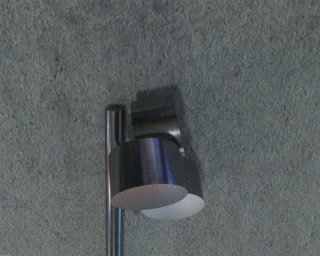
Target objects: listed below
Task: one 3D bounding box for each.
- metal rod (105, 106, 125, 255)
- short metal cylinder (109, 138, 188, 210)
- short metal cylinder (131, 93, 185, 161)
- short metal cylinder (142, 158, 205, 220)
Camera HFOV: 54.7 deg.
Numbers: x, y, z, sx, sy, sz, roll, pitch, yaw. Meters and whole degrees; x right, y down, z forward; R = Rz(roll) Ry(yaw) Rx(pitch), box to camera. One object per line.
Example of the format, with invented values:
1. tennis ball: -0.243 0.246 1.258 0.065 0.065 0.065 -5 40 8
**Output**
1. metal rod: -0.066 0.114 0.451 0.025 0.025 0.298 3 110 -1
2. short metal cylinder: -0.014 0.052 0.335 0.081 0.050 0.080 -7 149 -4
3. short metal cylinder: -0.001 0.001 0.381 0.050 0.080 0.079 -11 110 4
4. short metal cylinder: 0.015 0.082 0.408 0.081 0.050 0.080 -4 141 -3
